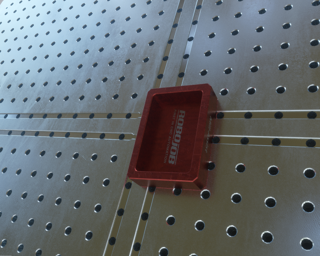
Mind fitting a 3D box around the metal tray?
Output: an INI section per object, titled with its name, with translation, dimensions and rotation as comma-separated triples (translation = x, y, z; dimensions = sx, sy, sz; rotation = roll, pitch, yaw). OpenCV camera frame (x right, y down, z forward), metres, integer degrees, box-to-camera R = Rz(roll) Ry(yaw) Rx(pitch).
[metal tray]
translation = 0.018, 0.009, 0.389
dimensions = 0.090, 0.030, 0.130
rotation = -2, 61, 27
